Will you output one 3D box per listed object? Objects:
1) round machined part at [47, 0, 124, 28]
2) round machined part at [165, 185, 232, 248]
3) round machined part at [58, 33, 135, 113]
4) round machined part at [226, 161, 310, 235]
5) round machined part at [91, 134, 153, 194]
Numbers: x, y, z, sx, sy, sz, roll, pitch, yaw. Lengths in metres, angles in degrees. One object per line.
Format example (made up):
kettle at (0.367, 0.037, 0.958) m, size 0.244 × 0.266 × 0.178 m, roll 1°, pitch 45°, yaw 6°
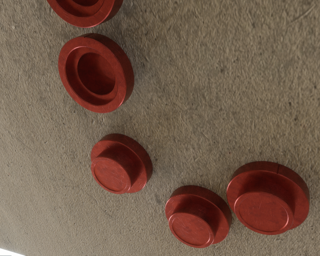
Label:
round machined part at (-0.079, -0.163, 0.337) m, size 0.098 × 0.042 × 0.097 m, roll 13°, pitch 124°, yaw 21°
round machined part at (0.052, 0.135, 0.452) m, size 0.098 × 0.042 × 0.097 m, roll 13°, pitch 124°, yaw 21°
round machined part at (-0.075, -0.071, 0.391) m, size 0.098 × 0.042 × 0.097 m, roll 13°, pitch 124°, yaw 21°
round machined part at (0.131, 0.093, 0.384) m, size 0.098 × 0.042 × 0.097 m, roll 13°, pitch 124°, yaw 21°
round machined part at (-0.064, 0.061, 0.467) m, size 0.098 × 0.042 × 0.097 m, roll 13°, pitch 124°, yaw 21°
